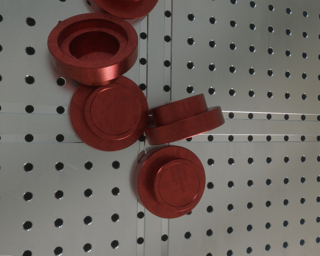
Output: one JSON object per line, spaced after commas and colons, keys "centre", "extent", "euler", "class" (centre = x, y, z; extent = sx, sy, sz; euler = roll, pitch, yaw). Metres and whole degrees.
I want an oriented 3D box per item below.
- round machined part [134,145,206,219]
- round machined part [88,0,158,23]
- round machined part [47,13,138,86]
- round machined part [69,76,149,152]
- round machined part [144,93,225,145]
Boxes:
{"centre": [0.018, 0.072, 0.412], "extent": [0.099, 0.042, 0.097], "euler": [0, 90, -21], "class": "round machined part"}
{"centre": [-0.044, -0.185, 0.388], "extent": [0.099, 0.042, 0.097], "euler": [0, 90, -20], "class": "round machined part"}
{"centre": [-0.075, -0.087, 0.359], "extent": [0.099, 0.042, 0.098], "euler": [2, 53, -3], "class": "round machined part"}
{"centre": [-0.060, -0.019, 0.382], "extent": [0.099, 0.042, 0.097], "euler": [0, 90, -21], "class": "round machined part"}
{"centre": [0.027, -0.014, 0.385], "extent": [0.099, 0.098, 0.042], "euler": [-18, 95, -19], "class": "round machined part"}
